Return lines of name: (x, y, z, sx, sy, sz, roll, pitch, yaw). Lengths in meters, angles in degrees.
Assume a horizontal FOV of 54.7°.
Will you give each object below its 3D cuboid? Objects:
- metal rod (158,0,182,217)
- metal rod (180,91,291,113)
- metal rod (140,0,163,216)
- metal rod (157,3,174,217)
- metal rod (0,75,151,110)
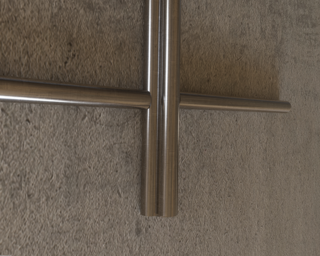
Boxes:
metal rod: (0.013, -0.040, 0.392, 0.025, 0.025, 0.298, 2, 89, -40)
metal rod: (0.135, -0.040, 0.522, 0.302, 0.025, 0.025, -1, 91, -40)
metal rod: (-0.010, -0.039, 0.401, 0.025, 0.025, 0.298, 2, 89, -40)
metal rod: (0.009, -0.033, 0.417, 0.025, 0.025, 0.298, 2, 89, -40)
metal rod: (-0.134, -0.036, 0.294, 0.302, 0.025, 0.025, 0, 90, -40)
